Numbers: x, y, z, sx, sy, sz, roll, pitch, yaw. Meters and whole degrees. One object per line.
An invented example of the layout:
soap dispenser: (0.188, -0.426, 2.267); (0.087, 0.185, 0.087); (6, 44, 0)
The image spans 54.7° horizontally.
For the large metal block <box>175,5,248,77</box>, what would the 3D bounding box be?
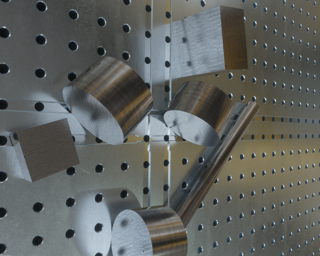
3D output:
large metal block: (0.071, -0.116, 0.432); (0.050, 0.080, 0.079); (-10, 97, -40)

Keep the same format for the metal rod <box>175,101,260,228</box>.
metal rod: (0.080, 0.065, 0.475); (0.301, 0.025, 0.025); (-51, 120, -28)

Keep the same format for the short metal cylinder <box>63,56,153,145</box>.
short metal cylinder: (-0.054, -0.028, 0.328); (0.050, 0.080, 0.080); (-50, 120, -28)

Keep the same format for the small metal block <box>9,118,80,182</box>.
small metal block: (-0.115, 0.020, 0.312); (0.050, 0.025, 0.050); (-21, 104, -38)

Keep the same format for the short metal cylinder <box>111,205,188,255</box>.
short metal cylinder: (-0.014, 0.133, 0.362); (0.050, 0.080, 0.080); (5, 87, -40)

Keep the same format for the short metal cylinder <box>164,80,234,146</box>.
short metal cylinder: (0.052, -0.018, 0.417); (0.080, 0.080, 0.050); (44, 64, -31)
